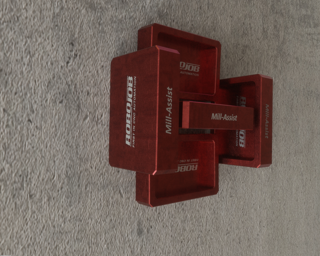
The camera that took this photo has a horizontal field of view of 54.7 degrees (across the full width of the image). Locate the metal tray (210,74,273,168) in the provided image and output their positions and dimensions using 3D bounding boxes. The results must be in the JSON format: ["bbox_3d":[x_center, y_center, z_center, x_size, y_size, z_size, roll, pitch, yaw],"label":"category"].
[{"bbox_3d":[0.119,-0.010,0.463,0.030,0.090,0.129,2,89,-40],"label":"metal tray"}]

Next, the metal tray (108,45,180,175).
[{"bbox_3d":[-0.020,-0.018,0.347,0.030,0.090,0.129,2,90,-41],"label":"metal tray"}]

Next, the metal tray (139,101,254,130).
[{"bbox_3d":[0.049,-0.014,0.406,0.131,0.090,0.030,1,91,-40],"label":"metal tray"}]

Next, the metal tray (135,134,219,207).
[{"bbox_3d":[0.028,0.053,0.428,0.131,0.030,0.089,1,89,-40],"label":"metal tray"}]

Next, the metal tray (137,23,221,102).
[{"bbox_3d":[0.030,-0.084,0.427,0.131,0.030,0.089,0,93,-40],"label":"metal tray"}]
